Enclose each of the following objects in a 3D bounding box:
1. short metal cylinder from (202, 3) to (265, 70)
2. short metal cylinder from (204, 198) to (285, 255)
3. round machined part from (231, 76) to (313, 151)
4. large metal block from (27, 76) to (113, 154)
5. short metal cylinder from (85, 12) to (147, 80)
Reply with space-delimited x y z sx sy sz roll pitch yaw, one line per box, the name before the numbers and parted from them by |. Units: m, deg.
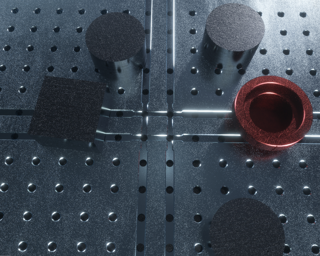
short metal cylinder | 0.103 -0.131 0.447 0.081 0.050 0.080 0 70 0
short metal cylinder | 0.093 0.123 0.354 0.081 0.050 0.080 0 70 0
round machined part | 0.144 -0.017 0.410 0.099 0.042 0.098 0 70 0
large metal block | -0.113 -0.017 0.404 0.080 0.050 0.080 7 70 2
short metal cylinder | -0.060 -0.115 0.440 0.081 0.050 0.080 0 70 0
